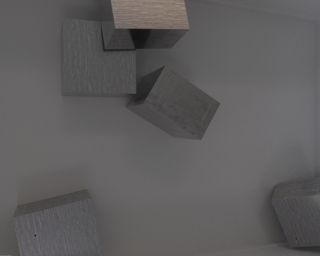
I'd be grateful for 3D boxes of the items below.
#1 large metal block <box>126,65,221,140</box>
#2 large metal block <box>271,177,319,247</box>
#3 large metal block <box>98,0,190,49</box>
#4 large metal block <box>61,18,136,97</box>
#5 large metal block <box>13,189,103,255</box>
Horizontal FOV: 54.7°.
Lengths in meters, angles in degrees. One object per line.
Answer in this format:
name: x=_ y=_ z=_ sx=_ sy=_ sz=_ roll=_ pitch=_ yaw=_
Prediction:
large metal block: x=0.013 y=-0.028 z=0.386 sx=0.080 sy=0.080 sz=0.050 roll=32 pitch=80 yaw=-17
large metal block: x=0.221 y=0.123 z=0.456 sx=0.050 sy=0.080 sz=0.080 roll=-37 pitch=106 yaw=-56
large metal block: x=-0.021 y=-0.134 z=0.339 sx=0.081 sy=0.050 sz=0.080 roll=-7 pitch=83 yaw=-23
large metal block: x=-0.074 y=-0.079 z=0.370 sx=0.081 sy=0.050 sz=0.080 roll=-1 pitch=90 yaw=-20
large metal block: x=-0.115 y=0.123 z=0.355 sx=0.081 sy=0.050 sz=0.080 roll=-11 pitch=94 yaw=-20
